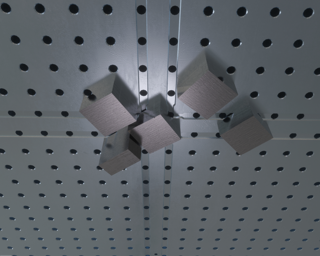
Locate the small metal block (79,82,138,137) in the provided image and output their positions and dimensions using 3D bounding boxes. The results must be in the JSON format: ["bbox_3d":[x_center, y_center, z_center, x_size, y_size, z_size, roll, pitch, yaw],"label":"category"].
[{"bbox_3d":[-0.064,-0.023,0.392,0.050,0.025,0.050,-26,126,20],"label":"small metal block"}]

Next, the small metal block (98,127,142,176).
[{"bbox_3d":[-0.052,0.029,0.419,0.050,0.050,0.025,-29,124,22],"label":"small metal block"}]

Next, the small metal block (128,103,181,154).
[{"bbox_3d":[-0.007,0.001,0.413,0.050,0.025,0.050,-26,126,20],"label":"small metal block"}]

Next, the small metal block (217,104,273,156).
[{"bbox_3d":[0.114,0.003,0.415,0.050,0.025,0.050,-34,123,25],"label":"small metal block"}]

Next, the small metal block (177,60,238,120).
[{"bbox_3d":[0.056,-0.045,0.374,0.050,0.025,0.050,33,123,-25],"label":"small metal block"}]
